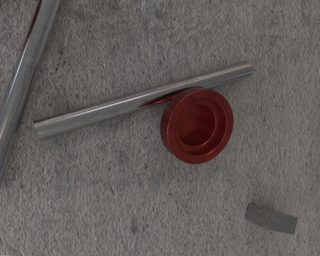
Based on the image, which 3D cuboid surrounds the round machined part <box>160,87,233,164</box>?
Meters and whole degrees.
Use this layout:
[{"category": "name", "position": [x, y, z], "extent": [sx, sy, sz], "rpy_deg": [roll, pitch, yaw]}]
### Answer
[{"category": "round machined part", "position": [0.044, -0.005, 0.408], "extent": [0.099, 0.042, 0.097], "rpy_deg": [-8, 108, -24]}]

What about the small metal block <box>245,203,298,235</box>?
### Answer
[{"category": "small metal block", "position": [0.163, 0.133, 0.457], "extent": [0.050, 0.050, 0.025], "rpy_deg": [17, 85, -19]}]

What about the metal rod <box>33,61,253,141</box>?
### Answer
[{"category": "metal rod", "position": [-0.007, -0.042, 0.406], "extent": [0.302, 0.025, 0.025], "rpy_deg": [-18, 97, -19]}]

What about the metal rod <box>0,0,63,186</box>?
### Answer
[{"category": "metal rod", "position": [-0.149, -0.076, 0.354], "extent": [0.025, 0.025, 0.299], "rpy_deg": [18, 84, -19]}]
